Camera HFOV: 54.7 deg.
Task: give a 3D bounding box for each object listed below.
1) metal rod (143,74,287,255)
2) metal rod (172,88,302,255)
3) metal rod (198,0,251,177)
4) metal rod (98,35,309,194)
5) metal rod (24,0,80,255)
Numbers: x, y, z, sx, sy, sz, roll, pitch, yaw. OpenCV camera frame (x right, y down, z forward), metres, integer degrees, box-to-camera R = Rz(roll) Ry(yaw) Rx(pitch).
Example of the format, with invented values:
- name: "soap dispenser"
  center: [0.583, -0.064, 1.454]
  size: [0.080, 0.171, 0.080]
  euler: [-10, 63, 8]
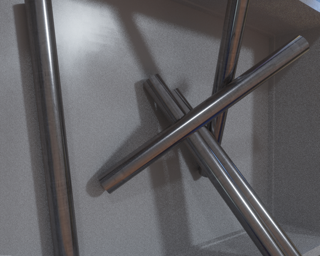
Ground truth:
- name: "metal rod"
  center: [0.074, 0.060, 0.394]
  size: [0.025, 0.025, 0.299]
  euler: [-33, 87, -35]
- name: "metal rod"
  center: [0.103, 0.073, 0.414]
  size: [0.025, 0.025, 0.299]
  euler: [-34, 85, -35]
- name: "metal rod"
  center: [0.082, -0.061, 0.398]
  size: [0.025, 0.025, 0.298]
  euler: [-22, 129, -38]
- name: "metal rod"
  center: [0.057, -0.020, 0.375]
  size: [0.301, 0.025, 0.025]
  euler: [-35, 115, -7]
- name: "metal rod"
  center: [-0.108, 0.022, 0.317]
  size: [0.025, 0.025, 0.298]
  euler: [-9, 96, -40]
